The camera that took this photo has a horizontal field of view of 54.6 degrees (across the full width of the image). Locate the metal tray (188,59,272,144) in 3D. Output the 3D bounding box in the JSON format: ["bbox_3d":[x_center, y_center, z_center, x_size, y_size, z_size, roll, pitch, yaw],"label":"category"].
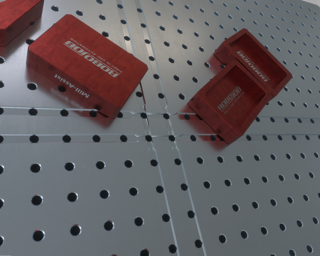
[{"bbox_3d":[0.115,-0.046,0.494,0.090,0.030,0.131,45,51,3],"label":"metal tray"}]

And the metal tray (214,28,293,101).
[{"bbox_3d":[0.172,-0.115,0.566,0.130,0.030,0.091,47,51,5],"label":"metal tray"}]

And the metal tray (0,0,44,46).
[{"bbox_3d":[-0.227,-0.169,0.386,0.130,0.030,0.090,31,52,-8],"label":"metal tray"}]

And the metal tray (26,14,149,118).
[{"bbox_3d":[-0.091,-0.082,0.406,0.130,0.030,0.090,33,51,-7],"label":"metal tray"}]
